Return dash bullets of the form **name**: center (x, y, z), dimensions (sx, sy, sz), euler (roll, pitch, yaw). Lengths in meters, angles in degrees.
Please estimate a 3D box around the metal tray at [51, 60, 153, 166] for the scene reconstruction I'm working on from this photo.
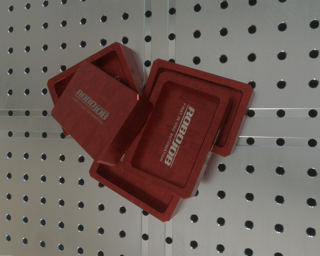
- **metal tray**: center (-0.079, -0.023, 0.395), dimensions (0.130, 0.030, 0.090), euler (36, 94, 39)

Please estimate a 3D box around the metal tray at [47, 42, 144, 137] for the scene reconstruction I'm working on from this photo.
- **metal tray**: center (-0.090, -0.052, 0.442), dimensions (0.130, 0.030, 0.090), euler (-24, 82, 19)

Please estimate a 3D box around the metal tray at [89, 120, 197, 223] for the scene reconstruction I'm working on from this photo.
- **metal tray**: center (-0.022, 0.053, 0.418), dimensions (0.130, 0.030, 0.090), euler (28, 99, 18)

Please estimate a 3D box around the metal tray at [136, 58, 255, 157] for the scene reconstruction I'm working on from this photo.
- **metal tray**: center (0.042, -0.027, 0.394), dimensions (0.130, 0.030, 0.090), euler (20, 96, 19)

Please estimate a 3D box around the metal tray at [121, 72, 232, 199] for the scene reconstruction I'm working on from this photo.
- **metal tray**: center (0.020, 0.008, 0.370), dimensions (0.090, 0.030, 0.130), euler (21, 85, 19)
